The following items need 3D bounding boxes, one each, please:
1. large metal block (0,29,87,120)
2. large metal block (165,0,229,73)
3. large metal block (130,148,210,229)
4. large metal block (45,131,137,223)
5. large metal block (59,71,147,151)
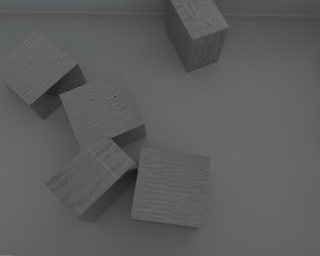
[{"bbox_3d":[-0.163,-0.072,0.421,0.080,0.050,0.080,40,75,13],"label":"large metal block"},{"bbox_3d":[0.047,-0.137,0.431,0.050,0.080,0.080,-22,72,-8],"label":"large metal block"},{"bbox_3d":[0.013,0.073,0.369,0.080,0.050,0.080,7,70,2],"label":"large metal block"},{"bbox_3d":[-0.072,0.060,0.358,0.050,0.080,0.080,43,76,14],"label":"large metal block"},{"bbox_3d":[-0.072,-0.015,0.401,0.080,0.050,0.080,-24,72,-9],"label":"large metal block"}]
